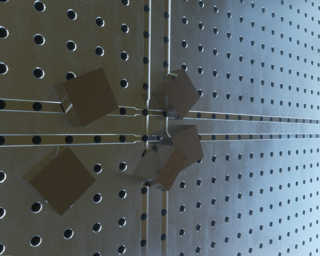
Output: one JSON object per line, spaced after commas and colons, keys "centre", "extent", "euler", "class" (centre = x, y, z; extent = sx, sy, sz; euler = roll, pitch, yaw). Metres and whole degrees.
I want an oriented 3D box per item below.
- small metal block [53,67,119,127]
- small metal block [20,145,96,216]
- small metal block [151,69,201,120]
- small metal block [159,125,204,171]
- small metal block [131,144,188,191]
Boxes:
{"centre": [-0.081, -0.034, 0.343], "extent": [0.050, 0.025, 0.050], "euler": [-32, 110, -36], "class": "small metal block"}
{"centre": [-0.105, 0.054, 0.323], "extent": [0.050, 0.025, 0.050], "euler": [-47, 118, -30], "class": "small metal block"}
{"centre": [0.023, -0.046, 0.431], "extent": [0.050, 0.025, 0.050], "euler": [-50, 120, -28], "class": "small metal block"}
{"centre": [0.031, 0.027, 0.438], "extent": [0.050, 0.025, 0.050], "euler": [-25, 106, -37], "class": "small metal block"}
{"centre": [-0.001, 0.049, 0.394], "extent": [0.025, 0.050, 0.050], "euler": [47, 62, -30], "class": "small metal block"}
